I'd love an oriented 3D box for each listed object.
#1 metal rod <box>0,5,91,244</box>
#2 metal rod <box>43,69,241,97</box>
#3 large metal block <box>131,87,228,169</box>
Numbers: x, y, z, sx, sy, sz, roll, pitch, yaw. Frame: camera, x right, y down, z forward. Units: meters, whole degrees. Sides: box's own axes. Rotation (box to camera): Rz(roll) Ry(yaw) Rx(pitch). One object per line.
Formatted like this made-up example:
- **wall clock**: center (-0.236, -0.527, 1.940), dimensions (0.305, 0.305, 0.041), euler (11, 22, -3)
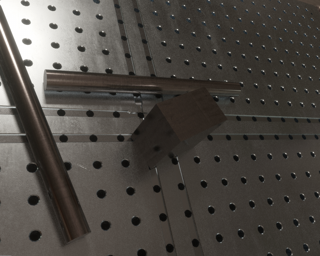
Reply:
- **metal rod**: center (-0.144, -0.021, 0.343), dimensions (0.025, 0.025, 0.299), euler (-16, 70, -35)
- **metal rod**: center (-0.005, -0.061, 0.443), dimensions (0.303, 0.025, 0.025), euler (-1, 63, -29)
- **large metal block**: center (0.022, 0.000, 0.386), dimensions (0.081, 0.080, 0.050), euler (-23, 74, -36)
